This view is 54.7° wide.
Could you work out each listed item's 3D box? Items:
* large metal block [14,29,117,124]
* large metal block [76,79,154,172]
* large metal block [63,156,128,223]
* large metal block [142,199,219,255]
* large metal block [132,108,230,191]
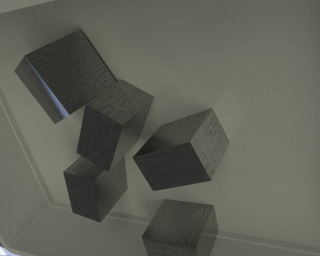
[{"bbox_3d":[-0.116,-0.064,0.389,0.050,0.080,0.080,-19,109,51],"label":"large metal block"},{"bbox_3d":[-0.057,-0.005,0.401,0.050,0.080,0.079,29,128,9],"label":"large metal block"},{"bbox_3d":[-0.094,0.081,0.473,0.050,0.080,0.079,12,124,21],"label":"large metal block"},{"bbox_3d":[0.032,0.153,0.451,0.080,0.080,0.050,1,119,28],"label":"large metal block"},{"bbox_3d":[0.028,0.026,0.374,0.080,0.080,0.050,-18,109,35],"label":"large metal block"}]
